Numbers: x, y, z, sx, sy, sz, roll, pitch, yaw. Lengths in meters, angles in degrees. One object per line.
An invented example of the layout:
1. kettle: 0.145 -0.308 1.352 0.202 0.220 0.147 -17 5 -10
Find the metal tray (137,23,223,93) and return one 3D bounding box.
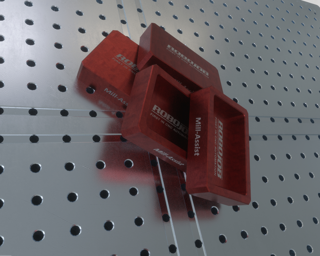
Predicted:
1. metal tray: 0.031 -0.084 0.442 0.131 0.030 0.090 29 36 -24

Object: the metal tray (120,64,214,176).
1. metal tray: 0.019 -0.005 0.380 0.130 0.030 0.090 33 55 -35

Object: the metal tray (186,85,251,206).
1. metal tray: 0.075 0.024 0.385 0.090 0.030 0.130 25 60 -39

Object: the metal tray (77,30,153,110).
1. metal tray: -0.034 -0.068 0.428 0.130 0.030 0.090 34 51 -6
